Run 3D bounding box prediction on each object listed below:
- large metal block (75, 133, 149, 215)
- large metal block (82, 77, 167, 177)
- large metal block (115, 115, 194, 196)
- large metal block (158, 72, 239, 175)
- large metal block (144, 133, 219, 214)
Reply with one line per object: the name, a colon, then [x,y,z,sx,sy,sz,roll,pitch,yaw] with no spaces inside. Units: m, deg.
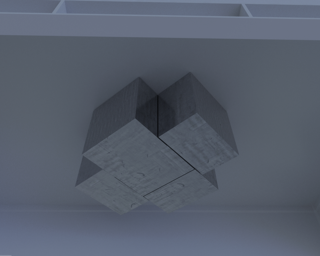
large metal block: [-0.060,0.057,0.420,0.050,0.080,0.080,-33,123,25]
large metal block: [-0.040,-0.001,0.369,0.080,0.080,0.050,-32,123,24]
large metal block: [-0.007,0.027,0.395,0.080,0.080,0.050,-32,123,24]
large metal block: [0.043,-0.006,0.368,0.050,0.080,0.080,-33,123,25]
large metal block: [0.026,0.056,0.421,0.080,0.080,0.050,-32,123,24]
